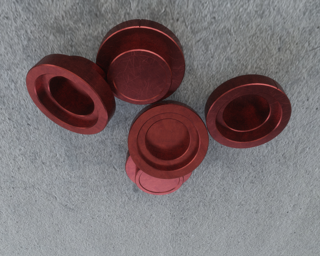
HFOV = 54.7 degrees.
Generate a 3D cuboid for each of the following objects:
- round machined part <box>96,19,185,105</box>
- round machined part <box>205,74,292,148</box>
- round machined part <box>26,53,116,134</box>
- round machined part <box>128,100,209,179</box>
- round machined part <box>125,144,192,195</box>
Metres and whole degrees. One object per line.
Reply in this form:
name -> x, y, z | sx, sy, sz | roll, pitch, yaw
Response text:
round machined part -> -0.021, -0.065, 0.341 | 0.099, 0.042, 0.097 | -1, 130, 0
round machined part -> 0.104, -0.024, 0.379 | 0.099, 0.042, 0.097 | -1, 130, 0
round machined part -> -0.094, -0.041, 0.347 | 0.098, 0.042, 0.097 | 15, 139, 14
round machined part -> 0.009, 0.012, 0.394 | 0.099, 0.042, 0.097 | -1, 107, -3
round machined part -> -0.001, 0.060, 0.448 | 0.099, 0.042, 0.097 | -1, 130, 0
